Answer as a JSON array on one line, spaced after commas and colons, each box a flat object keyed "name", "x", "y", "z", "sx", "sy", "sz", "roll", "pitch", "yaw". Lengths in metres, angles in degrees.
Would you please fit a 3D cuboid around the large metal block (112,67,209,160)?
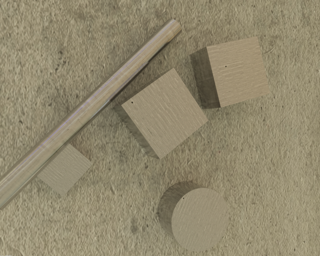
[{"name": "large metal block", "x": 0.000, "y": -0.018, "z": 0.396, "sx": 0.080, "sy": 0.050, "sz": 0.080, "roll": -38, "pitch": 103, "yaw": -16}]

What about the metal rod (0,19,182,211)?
[{"name": "metal rod", "x": -0.074, "y": -0.031, "z": 0.362, "sx": 0.025, "sy": 0.025, "sz": 0.301, "roll": 47, "pitch": 68, "yaw": -14}]

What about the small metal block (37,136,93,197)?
[{"name": "small metal block", "x": -0.117, "y": 0.044, "z": 0.366, "sx": 0.050, "sy": 0.025, "sz": 0.050, "roll": 44, "pitch": 76, "yaw": -15}]

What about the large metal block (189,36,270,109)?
[{"name": "large metal block", "x": 0.096, "y": -0.075, "z": 0.431, "sx": 0.081, "sy": 0.050, "sz": 0.080, "roll": -16, "pitch": 96, "yaw": -19}]

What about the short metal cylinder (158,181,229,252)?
[{"name": "short metal cylinder", "x": 0.043, "y": 0.115, "z": 0.412, "sx": 0.081, "sy": 0.050, "sz": 0.080, "roll": 0, "pitch": 90, "yaw": -20}]
